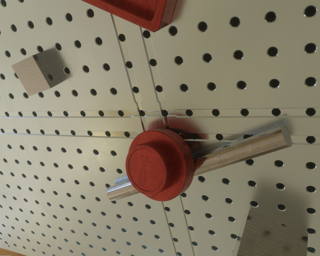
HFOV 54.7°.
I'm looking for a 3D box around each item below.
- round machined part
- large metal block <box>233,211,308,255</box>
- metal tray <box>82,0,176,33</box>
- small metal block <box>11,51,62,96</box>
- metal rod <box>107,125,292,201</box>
[{"bbox_3d":[-0.007,0.051,0.413,0.098,0.042,0.097,7,102,35],"label":"round machined part"},{"bbox_3d":[0.141,0.169,0.405,0.080,0.080,0.050,21,126,15],"label":"large metal block"},{"bbox_3d":[-0.042,-0.168,0.324,0.130,0.030,0.089,27,128,10],"label":"metal tray"},{"bbox_3d":[-0.181,-0.080,0.455,0.050,0.025,0.050,-12,113,32],"label":"small metal block"},{"bbox_3d":[0.030,0.059,0.430,0.299,0.025,0.025,-25,105,36],"label":"metal rod"}]
